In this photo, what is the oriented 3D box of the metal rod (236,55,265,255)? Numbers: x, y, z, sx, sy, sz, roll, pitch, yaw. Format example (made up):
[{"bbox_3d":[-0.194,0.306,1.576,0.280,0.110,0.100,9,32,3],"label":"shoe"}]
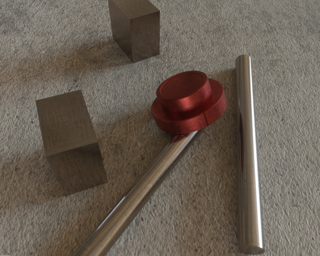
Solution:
[{"bbox_3d":[0.112,0.006,0.399,0.025,0.025,0.300,7,50,5],"label":"metal rod"}]

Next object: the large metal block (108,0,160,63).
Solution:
[{"bbox_3d":[-0.042,-0.167,0.508,0.050,0.080,0.080,-24,54,-19],"label":"large metal block"}]

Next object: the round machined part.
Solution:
[{"bbox_3d":[0.034,-0.039,0.402,0.098,0.042,0.098,-16,34,11],"label":"round machined part"}]

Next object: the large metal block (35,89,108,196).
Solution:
[{"bbox_3d":[-0.099,0.017,0.352,0.050,0.080,0.080,-16,52,-14],"label":"large metal block"}]

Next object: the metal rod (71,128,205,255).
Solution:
[{"bbox_3d":[-0.025,0.075,0.339,0.025,0.025,0.301,28,55,21],"label":"metal rod"}]
